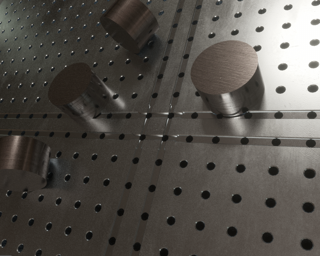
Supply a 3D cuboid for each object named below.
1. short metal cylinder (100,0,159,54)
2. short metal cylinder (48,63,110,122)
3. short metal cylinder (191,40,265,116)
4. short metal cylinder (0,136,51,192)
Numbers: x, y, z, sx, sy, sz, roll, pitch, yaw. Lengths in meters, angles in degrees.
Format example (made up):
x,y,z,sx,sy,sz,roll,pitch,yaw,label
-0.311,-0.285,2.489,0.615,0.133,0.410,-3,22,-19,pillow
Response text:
x,y,z,sx,sy,sz,roll,pitch,yaw,label
-0.049,-0.167,0.499,0.080,0.080,0.050,31,79,37,short metal cylinder
-0.128,-0.057,0.492,0.080,0.050,0.080,-13,56,20,short metal cylinder
0.085,-0.061,0.385,0.080,0.050,0.080,-13,56,20,short metal cylinder
-0.201,0.053,0.444,0.080,0.080,0.050,-16,56,19,short metal cylinder
